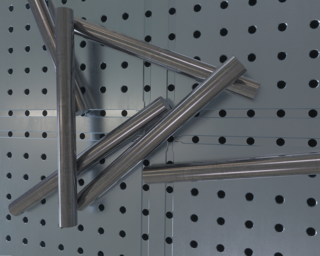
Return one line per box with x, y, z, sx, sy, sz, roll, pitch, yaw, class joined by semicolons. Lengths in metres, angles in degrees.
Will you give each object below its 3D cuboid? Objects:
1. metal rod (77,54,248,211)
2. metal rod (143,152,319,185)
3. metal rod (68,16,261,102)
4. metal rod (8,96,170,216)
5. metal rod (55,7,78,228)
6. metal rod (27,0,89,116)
-0.014;0.019;0.403;0.299;0.025;0.025;-41;77;21;metal rod
0.122;0.047;0.369;0.301;0.025;0.025;-7;88;19;metal rod
-0.014;-0.101;0.417;0.300;0.025;0.025;24;98;18;metal rod
-0.112;0.049;0.452;0.300;0.025;0.025;-34;79;16;metal rod
-0.130;-0.015;0.431;0.025;0.025;0.298;-1;90;20;metal rod
-0.175;-0.158;0.475;0.025;0.025;0.299;-26;82;18;metal rod
